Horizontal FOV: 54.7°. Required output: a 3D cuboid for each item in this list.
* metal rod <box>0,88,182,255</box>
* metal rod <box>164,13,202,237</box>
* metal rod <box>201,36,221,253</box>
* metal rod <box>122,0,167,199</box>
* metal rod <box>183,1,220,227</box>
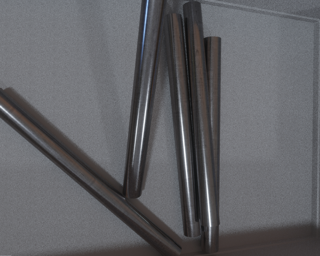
[{"bbox_3d":[-0.083,0.067,0.380,0.300,0.025,0.025,45,76,-15],"label":"metal rod"},{"bbox_3d":[0.031,-0.002,0.423,0.025,0.025,0.298,-6,92,-20],"label":"metal rod"},{"bbox_3d":[0.072,0.023,0.438,0.025,0.025,0.298,1,90,-20],"label":"metal rod"},{"bbox_3d":[-0.016,-0.052,0.341,0.025,0.025,0.298,-1,115,-20],"label":"metal rod"},{"bbox_3d":[0.055,-0.021,0.418,0.025,0.025,0.298,-3,86,-20],"label":"metal rod"}]
